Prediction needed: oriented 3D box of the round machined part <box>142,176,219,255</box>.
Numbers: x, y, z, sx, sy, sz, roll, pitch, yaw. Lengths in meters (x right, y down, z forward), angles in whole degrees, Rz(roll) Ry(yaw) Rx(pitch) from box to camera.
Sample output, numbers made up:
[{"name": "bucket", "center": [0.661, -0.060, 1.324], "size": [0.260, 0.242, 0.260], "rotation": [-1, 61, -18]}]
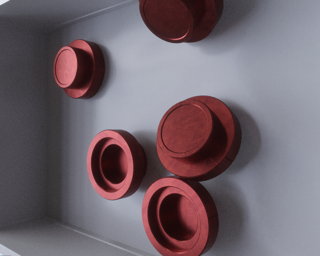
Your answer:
[{"name": "round machined part", "center": [0.028, 0.105, 0.373], "size": [0.098, 0.042, 0.097], "rotation": [0, 90, 40]}]

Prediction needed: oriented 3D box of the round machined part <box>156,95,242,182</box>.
[{"name": "round machined part", "center": [0.036, 0.007, 0.345], "size": [0.098, 0.042, 0.098], "rotation": [-15, 61, 29]}]

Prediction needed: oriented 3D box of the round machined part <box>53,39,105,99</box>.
[{"name": "round machined part", "center": [-0.139, -0.097, 0.511], "size": [0.098, 0.042, 0.097], "rotation": [0, 90, 40]}]

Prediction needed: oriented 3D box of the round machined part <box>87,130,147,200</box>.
[{"name": "round machined part", "center": [-0.057, 0.051, 0.443], "size": [0.098, 0.042, 0.097], "rotation": [0, 90, 40]}]

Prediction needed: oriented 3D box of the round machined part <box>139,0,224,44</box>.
[{"name": "round machined part", "center": [0.016, -0.134, 0.345], "size": [0.098, 0.098, 0.042], "rotation": [9, 55, 39]}]
